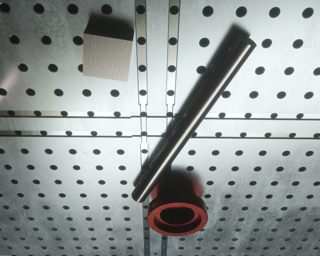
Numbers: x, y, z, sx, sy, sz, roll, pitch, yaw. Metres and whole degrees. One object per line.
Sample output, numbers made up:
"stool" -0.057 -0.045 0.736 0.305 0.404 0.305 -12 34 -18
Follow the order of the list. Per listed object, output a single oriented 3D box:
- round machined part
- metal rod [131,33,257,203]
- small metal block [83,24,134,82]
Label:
"round machined part" 0.028 0.136 0.516 0.099 0.042 0.097 0 130 0
"metal rod" 0.029 0.008 0.418 0.025 0.025 0.298 20 127 -16
"small metal block" -0.057 -0.082 0.341 0.050 0.025 0.050 7 130 -7
